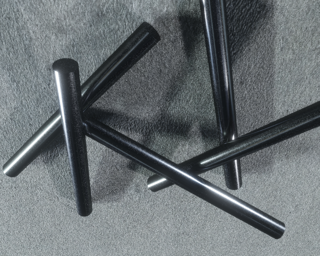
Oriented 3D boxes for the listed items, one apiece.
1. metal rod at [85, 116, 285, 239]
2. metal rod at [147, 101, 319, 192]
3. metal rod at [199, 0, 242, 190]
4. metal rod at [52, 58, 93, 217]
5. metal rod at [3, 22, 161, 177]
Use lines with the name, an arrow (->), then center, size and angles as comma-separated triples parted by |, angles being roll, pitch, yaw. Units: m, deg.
metal rod -> 0.034, 0.069, 0.416 | 0.301, 0.025, 0.025 | 29, 126, -5
metal rod -> 0.095, 0.028, 0.395 | 0.299, 0.025, 0.025 | -30, 125, 36
metal rod -> 0.081, -0.024, 0.386 | 0.025, 0.025, 0.299 | -10, 130, 8
metal rod -> -0.110, 0.038, 0.415 | 0.025, 0.025, 0.298 | 5, 137, -4
metal rod -> -0.114, -0.019, 0.389 | 0.025, 0.025, 0.299 | 37, 121, -27
